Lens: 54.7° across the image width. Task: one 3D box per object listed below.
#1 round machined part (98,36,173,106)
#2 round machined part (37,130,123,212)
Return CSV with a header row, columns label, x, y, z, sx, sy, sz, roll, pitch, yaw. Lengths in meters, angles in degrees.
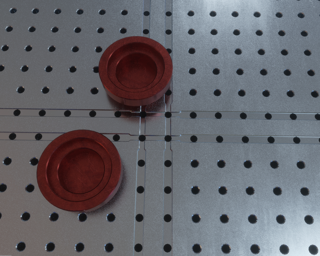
label,x,y,z,sx,sy,sz,roll,pitch,yaw
round machined part,-0.032,-0.074,0.429,0.099,0.042,0.098,0,70,-1
round machined part,-0.095,0.055,0.382,0.099,0.042,0.098,0,70,-1
